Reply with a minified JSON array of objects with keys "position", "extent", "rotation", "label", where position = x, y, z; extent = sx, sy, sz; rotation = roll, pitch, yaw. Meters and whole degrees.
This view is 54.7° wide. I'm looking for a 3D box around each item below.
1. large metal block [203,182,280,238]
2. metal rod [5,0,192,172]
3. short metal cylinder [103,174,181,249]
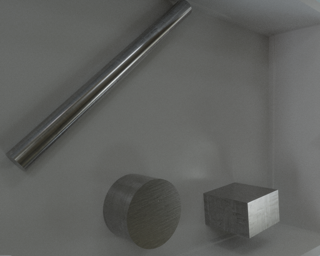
[{"position":[0.126,0.123,0.480],"extent":[0.081,0.080,0.050],"rotation":[-7,95,-40],"label":"large metal block"},{"position":[-0.051,-0.068,0.364],"extent":[0.301,0.025,0.025],"rotation":[-50,120,-28],"label":"metal rod"},{"position":[-0.021,0.098,0.375],"extent":[0.081,0.050,0.079],"rotation":[0,90,-40],"label":"short metal cylinder"}]
